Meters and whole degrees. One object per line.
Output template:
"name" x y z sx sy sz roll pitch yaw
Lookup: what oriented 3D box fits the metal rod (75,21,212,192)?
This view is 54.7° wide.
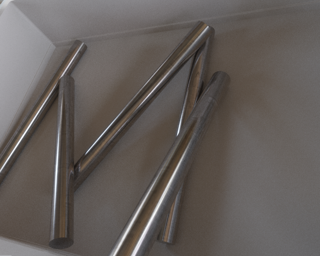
"metal rod" -0.037 -0.023 0.420 0.300 0.025 0.025 -49 52 0

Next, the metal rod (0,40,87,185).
"metal rod" -0.209 -0.027 0.529 0.025 0.025 0.300 14 69 33

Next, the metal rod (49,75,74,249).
"metal rod" -0.133 0.020 0.432 0.025 0.025 0.300 -27 44 11

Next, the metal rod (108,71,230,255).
"metal rod" 0.021 0.024 0.296 0.025 0.025 0.301 0 35 28

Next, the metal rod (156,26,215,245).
"metal rod" 0.036 -0.010 0.392 0.025 0.025 0.300 0 61 28
